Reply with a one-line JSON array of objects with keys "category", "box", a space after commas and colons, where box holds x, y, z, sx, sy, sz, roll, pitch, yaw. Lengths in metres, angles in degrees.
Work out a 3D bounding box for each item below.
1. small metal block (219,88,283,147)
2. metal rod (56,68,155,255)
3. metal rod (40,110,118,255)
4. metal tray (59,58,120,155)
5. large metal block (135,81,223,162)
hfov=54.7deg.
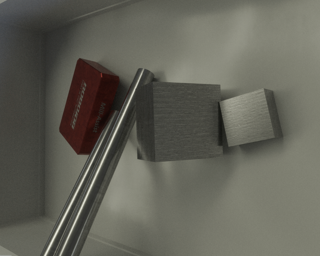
[{"category": "small metal block", "box": [0.096, -0.010, 0.327, 0.050, 0.025, 0.050, -16, 80, 38]}, {"category": "metal rod", "box": [-0.072, 0.059, 0.382, 0.025, 0.025, 0.299, 8, 69, 39]}, {"category": "metal rod", "box": [-0.112, 0.107, 0.397, 0.025, 0.025, 0.300, 0, 58, 39]}, {"category": "metal tray", "box": [-0.114, -0.034, 0.484, 0.090, 0.030, 0.129, 36, 113, 45]}, {"category": "large metal block", "box": [0.020, -0.006, 0.344, 0.050, 0.081, 0.079, 175, 93, -65]}]
